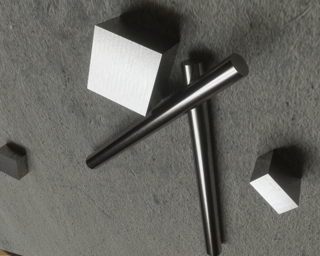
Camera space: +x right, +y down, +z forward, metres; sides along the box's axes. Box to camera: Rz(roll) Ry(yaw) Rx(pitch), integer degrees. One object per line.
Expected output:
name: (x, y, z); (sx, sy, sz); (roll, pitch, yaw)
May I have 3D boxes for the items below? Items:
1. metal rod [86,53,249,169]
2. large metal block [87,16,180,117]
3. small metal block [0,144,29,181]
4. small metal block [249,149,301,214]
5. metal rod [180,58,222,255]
metal rod: (-0.017, -0.002, 0.390); (0.025, 0.025, 0.299); (50, 135, -8)
large metal block: (-0.032, -0.073, 0.361); (0.080, 0.050, 0.079); (26, 128, 11)
small metal block: (-0.283, 0.065, 0.593); (0.050, 0.025, 0.050); (22, 127, 14)
small metal block: (0.134, 0.061, 0.357); (0.050, 0.050, 0.025); (47, 129, -5)
metal rod: (0.059, 0.057, 0.410); (0.025, 0.025, 0.298); (4, 120, 26)
